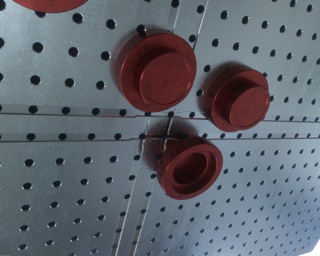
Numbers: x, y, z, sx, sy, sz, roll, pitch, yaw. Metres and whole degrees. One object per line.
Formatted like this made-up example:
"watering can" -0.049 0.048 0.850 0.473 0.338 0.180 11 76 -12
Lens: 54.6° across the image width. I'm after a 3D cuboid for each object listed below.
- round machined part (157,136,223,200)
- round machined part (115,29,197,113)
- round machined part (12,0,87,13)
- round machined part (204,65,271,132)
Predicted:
"round machined part" 0.039 0.054 0.454 0.099 0.042 0.097 -14 124 -21
"round machined part" 0.001 -0.061 0.362 0.099 0.042 0.097 -14 124 -21
"round machined part" -0.096 -0.149 0.255 0.099 0.042 0.097 -14 124 -21
"round machined part" 0.116 -0.036 0.441 0.099 0.042 0.097 -14 124 -21
